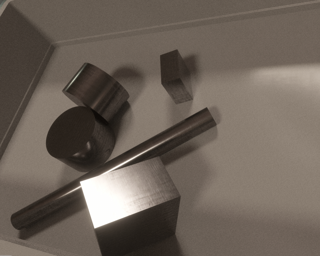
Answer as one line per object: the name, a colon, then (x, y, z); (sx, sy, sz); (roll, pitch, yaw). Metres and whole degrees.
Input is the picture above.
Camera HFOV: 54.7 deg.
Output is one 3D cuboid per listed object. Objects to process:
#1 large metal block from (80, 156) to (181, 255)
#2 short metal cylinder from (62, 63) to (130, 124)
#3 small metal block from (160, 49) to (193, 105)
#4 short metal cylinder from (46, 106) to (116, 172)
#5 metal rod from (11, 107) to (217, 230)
large metal block: (-0.029, 0.083, 0.315); (0.081, 0.079, 0.050); (-17, 49, -17)
short metal cylinder: (-0.092, -0.049, 0.446); (0.080, 0.080, 0.050); (26, 76, 36)
small metal block: (0.023, -0.068, 0.418); (0.025, 0.050, 0.050); (-15, 56, 19)
short metal cylinder: (-0.111, 0.016, 0.436); (0.080, 0.050, 0.080); (-13, 56, 21)
metal rod: (-0.066, 0.057, 0.403); (0.301, 0.025, 0.025); (-29, 52, 9)
